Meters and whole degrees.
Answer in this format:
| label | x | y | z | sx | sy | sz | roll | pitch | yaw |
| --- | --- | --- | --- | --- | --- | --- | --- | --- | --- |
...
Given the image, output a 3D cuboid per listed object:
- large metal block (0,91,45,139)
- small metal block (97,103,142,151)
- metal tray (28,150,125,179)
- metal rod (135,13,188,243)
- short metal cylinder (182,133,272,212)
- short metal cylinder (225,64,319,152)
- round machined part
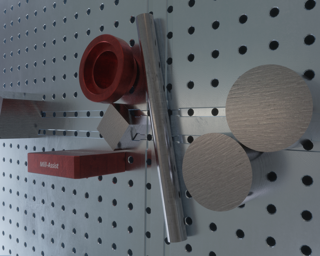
| label | x | y | z | sx | sy | sz | roll | pitch | yaw |
| --- | --- | --- | --- | --- | --- | --- | --- | --- | --- |
| large metal block | -0.283 | -0.026 | 0.607 | 0.050 | 0.081 | 0.079 | 28 | 107 | 36 |
| small metal block | -0.062 | -0.002 | 0.460 | 0.050 | 0.025 | 0.050 | 47 | 118 | 29 |
| metal tray | -0.128 | 0.052 | 0.472 | 0.130 | 0.091 | 0.030 | -1 | 89 | 40 |
| metal rod | 0.001 | -0.006 | 0.408 | 0.025 | 0.025 | 0.298 | -14 | 81 | 39 |
| short metal cylinder | 0.071 | 0.044 | 0.334 | 0.080 | 0.050 | 0.079 | 0 | 90 | 39 |
| short metal cylinder | 0.112 | -0.018 | 0.301 | 0.080 | 0.050 | 0.079 | 0 | 90 | 40 |
| round machined part | -0.072 | -0.084 | 0.455 | 0.098 | 0.042 | 0.097 | -4 | 83 | 39 |
